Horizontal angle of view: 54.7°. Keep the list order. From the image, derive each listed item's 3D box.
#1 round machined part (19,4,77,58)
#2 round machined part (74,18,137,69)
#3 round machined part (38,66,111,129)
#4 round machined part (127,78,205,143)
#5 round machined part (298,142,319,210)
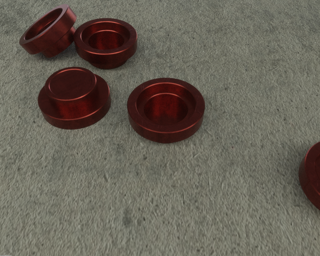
[{"bbox_3d":[-0.174,-0.152,0.501,0.098,0.042,0.098,-21,42,20],"label":"round machined part"},{"bbox_3d":[-0.086,-0.133,0.501,0.099,0.042,0.098,2,50,-2],"label":"round machined part"},{"bbox_3d":[-0.120,-0.048,0.432,0.099,0.042,0.098,0,50,0],"label":"round machined part"},{"bbox_3d":[0.008,-0.018,0.408,0.099,0.042,0.098,0,50,0],"label":"round machined part"},{"bbox_3d":[0.203,0.062,0.341,0.099,0.042,0.098,0,50,0],"label":"round machined part"}]
